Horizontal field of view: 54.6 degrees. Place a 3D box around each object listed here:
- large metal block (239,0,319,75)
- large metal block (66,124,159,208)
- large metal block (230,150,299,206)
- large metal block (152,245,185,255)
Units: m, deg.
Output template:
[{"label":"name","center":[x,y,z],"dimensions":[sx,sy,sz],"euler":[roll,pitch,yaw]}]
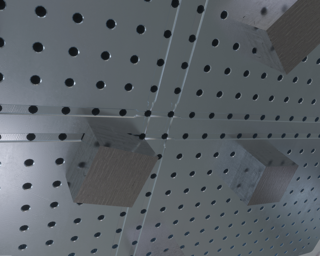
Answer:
[{"label":"large metal block","center":[0.164,-0.131,0.402],"dimensions":[0.080,0.050,0.080],"euler":[-44,129,2]},{"label":"large metal block","center":[-0.062,0.050,0.392],"dimensions":[0.081,0.050,0.080],"euler":[16,110,-35]},{"label":"large metal block","center":[0.182,0.086,0.547],"dimensions":[0.081,0.050,0.079],"euler":[3,117,-30]},{"label":"large metal block","center":[0.015,0.269,0.549],"dimensions":[0.081,0.080,0.050],"euler":[-13,124,-21]}]
